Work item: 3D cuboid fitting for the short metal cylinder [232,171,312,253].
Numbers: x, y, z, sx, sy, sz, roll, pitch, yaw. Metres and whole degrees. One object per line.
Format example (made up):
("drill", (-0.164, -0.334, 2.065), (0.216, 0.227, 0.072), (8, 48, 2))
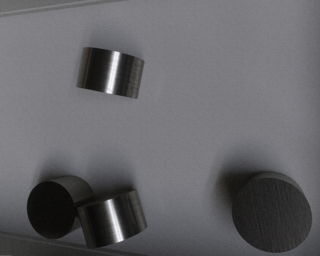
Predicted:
("short metal cylinder", (0.126, 0.093, 0.353), (0.080, 0.050, 0.080), (0, 90, 20))

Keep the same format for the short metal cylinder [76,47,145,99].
("short metal cylinder", (-0.064, -0.070, 0.404), (0.080, 0.080, 0.050), (13, 94, 19))

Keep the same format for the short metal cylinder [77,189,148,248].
("short metal cylinder", (-0.062, 0.116, 0.403), (0.080, 0.080, 0.050), (-19, 84, 19))

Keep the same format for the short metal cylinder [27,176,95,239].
("short metal cylinder", (-0.142, 0.112, 0.447), (0.080, 0.050, 0.080), (0, 90, 20))
